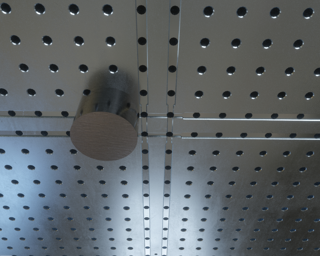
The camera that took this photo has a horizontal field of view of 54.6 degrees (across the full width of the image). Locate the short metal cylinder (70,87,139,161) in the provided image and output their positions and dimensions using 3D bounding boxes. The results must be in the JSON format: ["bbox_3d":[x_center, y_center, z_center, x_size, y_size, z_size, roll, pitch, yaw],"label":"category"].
[{"bbox_3d":[-0.067,-0.004,0.391,0.080,0.050,0.080,0,130,0],"label":"short metal cylinder"}]
